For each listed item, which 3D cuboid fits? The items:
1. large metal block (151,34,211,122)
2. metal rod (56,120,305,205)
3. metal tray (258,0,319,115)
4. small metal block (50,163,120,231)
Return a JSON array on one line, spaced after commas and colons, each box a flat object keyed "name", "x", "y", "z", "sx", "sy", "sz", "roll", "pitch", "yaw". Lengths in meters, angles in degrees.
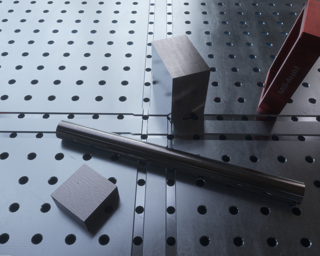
[{"name": "large metal block", "x": 0.026, "y": -0.069, "z": 0.430, "sx": 0.050, "sy": 0.080, "sz": 0.080, "roll": -15, "pitch": 52, "yaw": -12}, {"name": "metal rod", "x": 0.014, "y": 0.038, "z": 0.375, "sx": 0.301, "sy": 0.025, "sz": 0.025, "roll": 14, "pitch": 52, "yaw": 11}, {"name": "metal tray", "x": 0.178, "y": -0.091, "z": 0.415, "sx": 0.030, "sy": 0.129, "sz": 0.090, "roll": 22, "pitch": 53, "yaw": 8}, {"name": "small metal block", "x": -0.082, "y": 0.075, "z": 0.344, "sx": 0.050, "sy": 0.025, "sz": 0.050, "roll": 29, "pitch": 56, "yaw": 22}]
